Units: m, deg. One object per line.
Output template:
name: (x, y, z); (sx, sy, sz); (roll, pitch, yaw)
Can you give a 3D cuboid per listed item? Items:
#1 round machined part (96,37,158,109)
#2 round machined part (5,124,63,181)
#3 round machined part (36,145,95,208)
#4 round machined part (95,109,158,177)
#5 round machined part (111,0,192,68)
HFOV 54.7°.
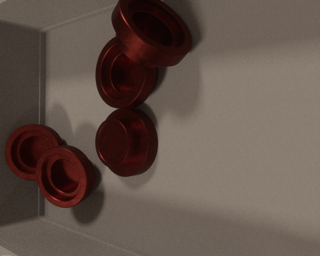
round machined part: (-0.041, -0.075, 0.428); (0.098, 0.042, 0.097); (0, 90, 39)
round machined part: (-0.218, 0.042, 0.552); (0.099, 0.042, 0.097); (0, 90, 4)
round machined part: (-0.148, 0.075, 0.502); (0.098, 0.042, 0.097); (3, 98, 21)
round machined part: (-0.054, 0.020, 0.438); (0.098, 0.042, 0.097); (0, 90, 39)
round machined part: (-0.013, -0.111, 0.370); (0.042, 0.099, 0.098); (-44, 63, 43)
